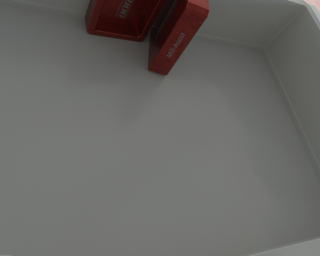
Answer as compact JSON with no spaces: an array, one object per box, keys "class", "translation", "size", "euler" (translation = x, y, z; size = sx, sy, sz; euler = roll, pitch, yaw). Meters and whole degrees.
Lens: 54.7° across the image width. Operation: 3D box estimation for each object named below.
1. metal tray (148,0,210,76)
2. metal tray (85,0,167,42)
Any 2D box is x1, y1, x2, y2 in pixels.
[{"class":"metal tray","translation":[0.022,-0.149,0.443],"size":[0.030,0.129,0.090],"euler":[14,56,-19]},{"class":"metal tray","translation":[-0.043,-0.179,0.426],"size":[0.091,0.129,0.030],"euler":[1,62,-28]}]
